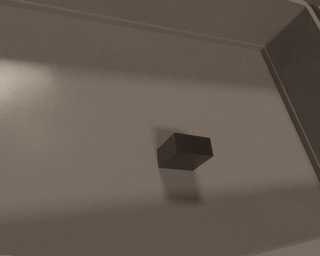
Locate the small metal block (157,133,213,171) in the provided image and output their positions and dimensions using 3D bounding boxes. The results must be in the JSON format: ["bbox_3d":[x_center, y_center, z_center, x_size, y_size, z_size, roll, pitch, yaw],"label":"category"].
[{"bbox_3d":[0.030,0.031,0.388,0.050,0.050,0.025,9,58,-24],"label":"small metal block"}]
